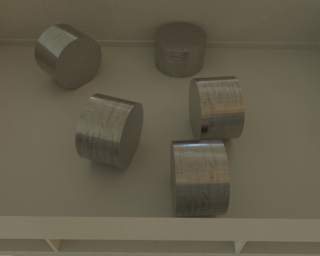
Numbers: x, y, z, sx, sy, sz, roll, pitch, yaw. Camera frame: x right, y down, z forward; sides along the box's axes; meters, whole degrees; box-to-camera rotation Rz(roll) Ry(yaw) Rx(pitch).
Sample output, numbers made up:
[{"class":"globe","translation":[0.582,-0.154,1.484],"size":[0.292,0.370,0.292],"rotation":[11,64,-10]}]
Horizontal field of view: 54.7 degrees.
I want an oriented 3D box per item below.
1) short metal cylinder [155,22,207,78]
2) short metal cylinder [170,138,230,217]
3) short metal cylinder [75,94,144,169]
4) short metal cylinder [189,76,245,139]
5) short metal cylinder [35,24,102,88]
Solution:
[{"class":"short metal cylinder","translation":[0.032,-0.125,0.494],"size":[0.081,0.050,0.080],"rotation":[0,50,0]},{"class":"short metal cylinder","translation":[0.039,0.052,0.327],"size":[0.050,0.080,0.080],"rotation":[-2,50,-2]},{"class":"short metal cylinder","translation":[-0.057,0.003,0.366],"size":[0.050,0.080,0.080],"rotation":[14,51,11]},{"class":"short metal cylinder","translation":[0.068,-0.024,0.391],"size":[0.050,0.080,0.080],"rotation":[-5,50,-4]},{"class":"short metal cylinder","translation":[-0.134,-0.105,0.456],"size":[0.050,0.080,0.080],"rotation":[36,58,26]}]
